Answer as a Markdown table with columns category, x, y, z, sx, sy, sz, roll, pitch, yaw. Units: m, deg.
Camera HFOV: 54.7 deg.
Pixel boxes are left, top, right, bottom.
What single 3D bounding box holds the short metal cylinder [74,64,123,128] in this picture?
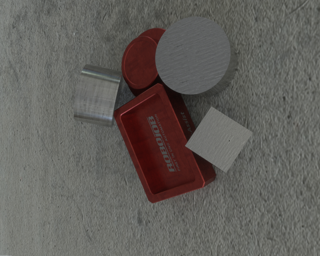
| category | x | y | z | sx | sy | sz | roll | pitch | yaw |
| --- | --- | --- | --- | --- | --- | --- | --- | --- | --- |
| short metal cylinder | -0.084 | -0.044 | 0.431 | 0.050 | 0.080 | 0.079 | 12 | 101 | -5 |

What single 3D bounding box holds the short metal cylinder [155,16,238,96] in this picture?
| category | x | y | z | sx | sy | sz | roll | pitch | yaw |
| --- | --- | --- | --- | --- | --- | --- | --- | --- | --- |
| short metal cylinder | 0.042 | -0.075 | 0.342 | 0.080 | 0.050 | 0.079 | 1 | 92 | 22 |

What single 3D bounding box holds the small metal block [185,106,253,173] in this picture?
| category | x | y | z | sx | sy | sz | roll | pitch | yaw |
| --- | --- | --- | --- | --- | --- | --- | --- | --- | --- |
| small metal block | 0.062 | 0.013 | 0.332 | 0.050 | 0.025 | 0.050 | 33 | 88 | 6 |

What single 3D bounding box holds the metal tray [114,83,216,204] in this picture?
| category | x | y | z | sx | sy | sz | roll | pitch | yaw |
| --- | --- | --- | --- | --- | --- | --- | --- | --- | --- |
| metal tray | 0.003 | 0.020 | 0.386 | 0.090 | 0.030 | 0.129 | -28 | 82 | 36 |

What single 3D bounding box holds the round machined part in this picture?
| category | x | y | z | sx | sy | sz | roll | pitch | yaw |
| --- | --- | --- | --- | --- | --- | --- | --- | --- | --- |
| round machined part | -0.012 | -0.082 | 0.406 | 0.098 | 0.042 | 0.097 | 0 | 90 | 40 |
